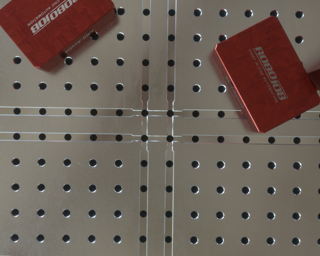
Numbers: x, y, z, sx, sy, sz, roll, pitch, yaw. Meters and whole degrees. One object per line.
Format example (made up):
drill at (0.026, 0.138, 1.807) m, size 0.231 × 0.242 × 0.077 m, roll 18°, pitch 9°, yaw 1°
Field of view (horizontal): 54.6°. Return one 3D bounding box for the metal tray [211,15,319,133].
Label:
metal tray at (0.139, -0.069, 0.412) m, size 0.090 × 0.030 × 0.130 m, roll -28°, pitch 90°, yaw 0°

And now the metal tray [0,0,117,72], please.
metal tray at (-0.135, -0.149, 0.410) m, size 0.130 × 0.030 × 0.090 m, roll -39°, pitch 90°, yaw 0°

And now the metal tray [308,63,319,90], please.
metal tray at (0.260, -0.101, 0.382) m, size 0.130 × 0.090 × 0.030 m, roll -37°, pitch 90°, yaw 0°
